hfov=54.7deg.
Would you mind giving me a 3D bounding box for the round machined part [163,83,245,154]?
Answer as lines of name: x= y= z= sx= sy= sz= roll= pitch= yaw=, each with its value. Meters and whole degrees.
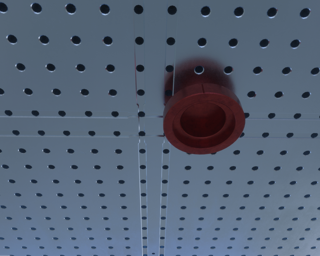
round machined part: x=0.053 y=-0.016 z=0.388 sx=0.099 sy=0.042 sz=0.097 roll=-1 pitch=130 yaw=0
